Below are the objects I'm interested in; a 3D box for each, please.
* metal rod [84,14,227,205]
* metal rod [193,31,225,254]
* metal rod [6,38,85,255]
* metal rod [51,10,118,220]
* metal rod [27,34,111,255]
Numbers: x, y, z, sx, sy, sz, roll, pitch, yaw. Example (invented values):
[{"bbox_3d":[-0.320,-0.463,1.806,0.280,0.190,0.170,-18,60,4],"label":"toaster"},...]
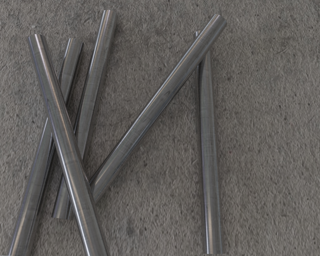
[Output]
[{"bbox_3d":[-0.004,-0.029,0.402,0.025,0.025,0.300,34,79,11],"label":"metal rod"},{"bbox_3d":[0.062,0.004,0.406,0.025,0.025,0.299,0,70,0],"label":"metal rod"},{"bbox_3d":[-0.143,0.016,0.401,0.025,0.025,0.299,7,70,3],"label":"metal rod"},{"bbox_3d":[-0.096,-0.031,0.418,0.025,0.025,0.299,7,70,3],"label":"metal rod"},{"bbox_3d":[-0.116,0.012,0.375,0.025,0.025,0.299,-19,71,-7],"label":"metal rod"}]
